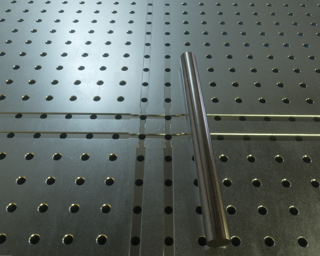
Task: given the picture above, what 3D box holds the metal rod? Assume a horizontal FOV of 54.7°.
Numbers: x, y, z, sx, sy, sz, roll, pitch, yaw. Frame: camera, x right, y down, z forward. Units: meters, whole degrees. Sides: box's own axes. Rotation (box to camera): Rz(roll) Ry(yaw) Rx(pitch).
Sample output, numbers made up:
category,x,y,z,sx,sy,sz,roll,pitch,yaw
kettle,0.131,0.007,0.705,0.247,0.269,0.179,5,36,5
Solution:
category,x,y,z,sx,sy,sz,roll,pitch,yaw
metal rod,0.052,0.001,0.407,0.025,0.025,0.300,-2,50,-2
